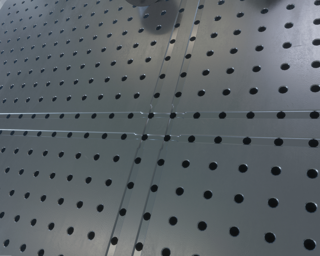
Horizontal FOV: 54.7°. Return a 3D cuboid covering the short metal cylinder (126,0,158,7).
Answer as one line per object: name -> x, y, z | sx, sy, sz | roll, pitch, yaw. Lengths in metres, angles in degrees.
short metal cylinder -> -0.034, -0.268, 0.556 | 0.080, 0.080, 0.050 | -22, 54, 15
